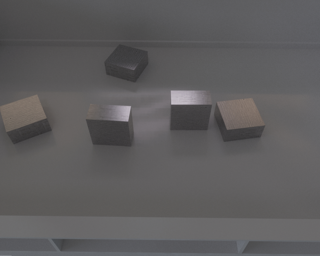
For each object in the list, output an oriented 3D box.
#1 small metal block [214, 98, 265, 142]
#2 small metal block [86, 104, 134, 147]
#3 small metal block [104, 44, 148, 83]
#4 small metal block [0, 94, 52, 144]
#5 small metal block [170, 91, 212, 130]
[{"bbox_3d":[0.105,-0.011,0.415,0.050,0.025,0.050,-7,50,-6],"label":"small metal block"},{"bbox_3d":[-0.061,-0.003,0.391,0.050,0.050,0.025,3,50,2],"label":"small metal block"},{"bbox_3d":[-0.052,-0.103,0.491,0.050,0.025,0.050,18,52,14],"label":"small metal block"},{"bbox_3d":[-0.180,-0.013,0.414,0.050,0.025,0.050,-22,54,-18],"label":"small metal block"},{"bbox_3d":[0.039,-0.022,0.408,0.050,0.050,0.025,0,50,0],"label":"small metal block"}]
